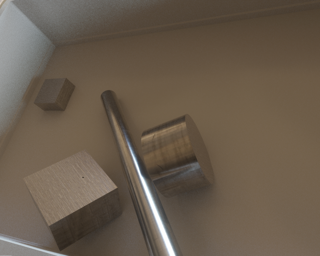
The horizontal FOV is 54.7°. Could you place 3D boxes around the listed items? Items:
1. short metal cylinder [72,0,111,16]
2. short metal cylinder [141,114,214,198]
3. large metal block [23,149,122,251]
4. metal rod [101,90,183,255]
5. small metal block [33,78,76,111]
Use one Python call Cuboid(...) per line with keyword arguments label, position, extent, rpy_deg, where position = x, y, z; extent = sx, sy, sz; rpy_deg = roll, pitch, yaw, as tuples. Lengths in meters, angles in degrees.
Cuboid(label="short metal cylinder", position=(-0.135, -0.268, 0.606), extent=(0.080, 0.080, 0.050), rpy_deg=(19, 72, 35))
Cuboid(label="short metal cylinder", position=(0.021, 0.031, 0.340), extent=(0.050, 0.080, 0.080), rpy_deg=(-22, 54, 15))
Cuboid(label="large metal block", position=(-0.103, 0.082, 0.371), extent=(0.081, 0.050, 0.080), rpy_deg=(-26, 46, -27))
Cuboid(label="metal rod", position=(-0.035, 0.031, 0.355), extent=(0.025, 0.025, 0.300), rpy_deg=(-35, 36, 4))
Cuboid(label="small metal block", position=(-0.181, -0.058, 0.534), extent=(0.050, 0.025, 0.050), rpy_deg=(2, 63, 28))
